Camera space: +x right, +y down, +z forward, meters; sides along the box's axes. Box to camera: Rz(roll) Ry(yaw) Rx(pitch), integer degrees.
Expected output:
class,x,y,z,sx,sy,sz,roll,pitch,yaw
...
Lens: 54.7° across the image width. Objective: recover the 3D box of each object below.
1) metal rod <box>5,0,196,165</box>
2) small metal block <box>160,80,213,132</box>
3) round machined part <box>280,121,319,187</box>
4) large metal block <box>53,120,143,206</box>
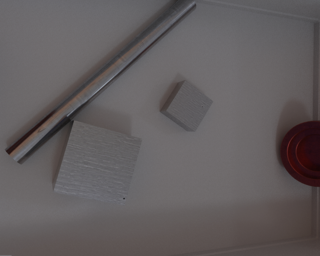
class,x,y,z,sx,sy,sz,roll,pitch,yaw
metal rod,-0.063,-0.070,0.387,0.301,0.025,0.025,-45,105,-15
small metal block,0.036,-0.030,0.425,0.050,0.025,0.050,35,79,-17
round machined part,0.240,0.037,0.470,0.042,0.098,0.097,-7,93,-51
large metal block,-0.076,0.040,0.370,0.081,0.050,0.080,16,84,-20
